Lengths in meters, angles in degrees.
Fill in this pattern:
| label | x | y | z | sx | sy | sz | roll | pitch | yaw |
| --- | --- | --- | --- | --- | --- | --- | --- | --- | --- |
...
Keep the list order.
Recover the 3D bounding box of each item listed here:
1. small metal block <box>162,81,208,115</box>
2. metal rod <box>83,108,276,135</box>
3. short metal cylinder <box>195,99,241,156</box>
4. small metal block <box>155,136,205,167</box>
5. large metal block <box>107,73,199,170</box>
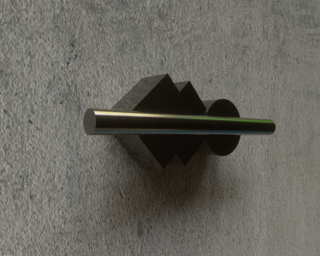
| label | x | y | z | sx | sy | sz | roll | pitch | yaw |
| --- | --- | --- | --- | --- | --- | --- | --- | --- | --- |
| small metal block | 0.027 | -0.033 | 0.413 | 0.025 | 0.050 | 0.050 | -50 | 120 | -28 |
| metal rod | 0.051 | -0.003 | 0.381 | 0.302 | 0.025 | 0.025 | 1 | 90 | -40 |
| short metal cylinder | 0.073 | -0.001 | 0.450 | 0.081 | 0.050 | 0.080 | 0 | 90 | -40 |
| small metal block | 0.023 | 0.022 | 0.410 | 0.050 | 0.050 | 0.025 | -50 | 120 | -28 |
| large metal block | -0.009 | -0.008 | 0.380 | 0.080 | 0.050 | 0.080 | -50 | 119 | -28 |
